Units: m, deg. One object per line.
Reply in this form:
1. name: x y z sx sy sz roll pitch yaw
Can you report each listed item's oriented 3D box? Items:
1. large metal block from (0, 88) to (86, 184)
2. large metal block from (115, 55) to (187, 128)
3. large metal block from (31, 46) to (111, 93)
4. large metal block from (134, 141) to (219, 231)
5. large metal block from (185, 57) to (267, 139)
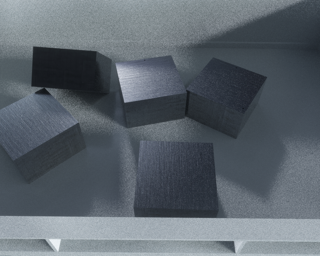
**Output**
1. large metal block: -0.152 0.007 0.381 0.080 0.050 0.080 -35 59 -26
2. large metal block: -0.014 -0.052 0.432 0.081 0.050 0.080 -10 51 -9
3. large metal block: -0.117 -0.077 0.425 0.080 0.050 0.080 5 5 4
4. large metal block: 0.017 0.062 0.337 0.081 0.050 0.080 2 50 1
5. large metal block: 0.089 -0.043 0.426 0.080 0.050 0.080 26 55 20
